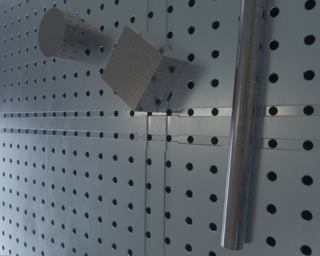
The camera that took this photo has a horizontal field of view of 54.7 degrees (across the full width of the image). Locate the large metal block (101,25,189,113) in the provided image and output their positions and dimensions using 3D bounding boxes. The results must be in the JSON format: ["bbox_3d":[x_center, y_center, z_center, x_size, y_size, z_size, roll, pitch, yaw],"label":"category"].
[{"bbox_3d":[-0.022,-0.077,0.412,0.080,0.050,0.080,46,117,30],"label":"large metal block"}]

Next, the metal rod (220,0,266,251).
[{"bbox_3d":[0.090,-0.018,0.334,0.025,0.025,0.298,7,94,40],"label":"metal rod"}]

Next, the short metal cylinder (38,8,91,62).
[{"bbox_3d":[-0.163,-0.157,0.527,0.080,0.050,0.079,0,90,40],"label":"short metal cylinder"}]
